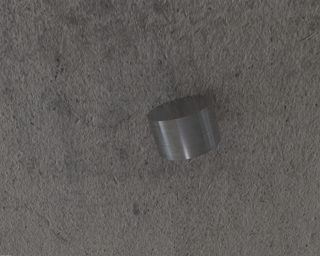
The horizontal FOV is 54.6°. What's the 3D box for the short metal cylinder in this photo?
[{"bbox_3d":[0.030,-0.002,0.380,0.080,0.080,0.050,-15,110,5],"label":"short metal cylinder"}]
